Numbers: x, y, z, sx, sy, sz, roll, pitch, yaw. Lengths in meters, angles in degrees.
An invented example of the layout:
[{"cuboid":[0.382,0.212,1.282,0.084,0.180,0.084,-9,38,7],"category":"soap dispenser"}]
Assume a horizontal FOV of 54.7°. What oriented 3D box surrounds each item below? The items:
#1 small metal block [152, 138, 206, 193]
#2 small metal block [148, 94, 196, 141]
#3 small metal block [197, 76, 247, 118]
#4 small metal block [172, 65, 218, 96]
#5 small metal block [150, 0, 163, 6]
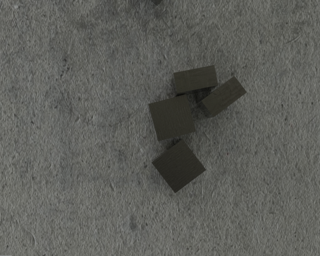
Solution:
[{"cuboid":[0.024,0.049,0.410,0.050,0.025,0.050,-37,90,0],"category":"small metal block"},{"cuboid":[0.016,-0.013,0.410,0.050,0.025,0.050,-15,90,0],"category":"small metal block"},{"cuboid":[0.077,-0.038,0.398,0.050,0.050,0.025,-37,90,0],"category":"small metal block"},{"cuboid":[0.043,-0.059,0.398,0.050,0.050,0.025,-11,90,0],"category":"small metal block"},{"cuboid":[-0.014,-0.191,0.397,0.050,0.050,0.025,41,90,0],"category":"small metal block"}]
